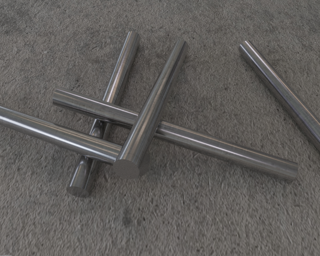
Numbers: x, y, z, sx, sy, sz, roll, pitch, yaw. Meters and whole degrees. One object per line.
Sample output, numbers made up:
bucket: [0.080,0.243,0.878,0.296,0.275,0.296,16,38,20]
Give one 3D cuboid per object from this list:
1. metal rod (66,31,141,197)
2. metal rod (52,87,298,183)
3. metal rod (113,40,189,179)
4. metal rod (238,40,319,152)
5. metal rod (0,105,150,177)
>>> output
metal rod: [-0.068,-0.043,0.438,0.025,0.025,0.300,7,50,5]
metal rod: [0.013,0.006,0.377,0.301,0.025,0.025,18,52,6]
metal rod: [0.002,-0.049,0.400,0.025,0.025,0.301,10,37,8]
metal rod: [0.189,-0.026,0.426,0.025,0.025,0.300,-14,51,-11]
metal rod: [-0.150,0.000,0.379,0.301,0.025,0.025,16,52,22]
